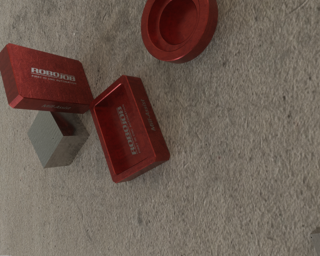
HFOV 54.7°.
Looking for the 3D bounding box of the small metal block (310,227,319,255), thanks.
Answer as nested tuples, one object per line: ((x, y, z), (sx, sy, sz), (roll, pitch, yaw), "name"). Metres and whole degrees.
((0.167, 0.110, 0.267), (0.050, 0.025, 0.050), (-25, 74, 37), "small metal block")

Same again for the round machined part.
((0.027, -0.126, 0.372), (0.098, 0.042, 0.097), (0, 90, 40), "round machined part")

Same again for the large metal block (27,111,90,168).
((-0.177, 0.011, 0.535), (0.080, 0.050, 0.080), (-51, 60, 28), "large metal block")

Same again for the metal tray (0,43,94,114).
((-0.170, -0.071, 0.475), (0.030, 0.131, 0.090), (-32, 70, 31), "metal tray")

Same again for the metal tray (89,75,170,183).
((-0.047, 0.002, 0.440), (0.090, 0.030, 0.130), (-33, 70, 35), "metal tray")
